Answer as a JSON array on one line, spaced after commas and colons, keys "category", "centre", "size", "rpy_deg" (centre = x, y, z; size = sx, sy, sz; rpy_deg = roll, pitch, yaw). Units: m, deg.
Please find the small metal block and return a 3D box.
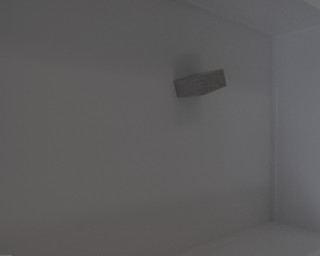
[{"category": "small metal block", "centre": [0.056, -0.063, 0.436], "size": [0.050, 0.050, 0.025], "rpy_deg": [-23, 105, -37]}]
